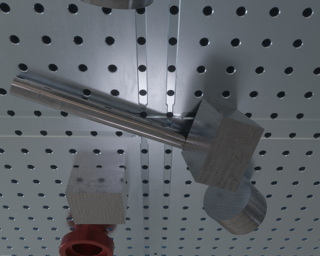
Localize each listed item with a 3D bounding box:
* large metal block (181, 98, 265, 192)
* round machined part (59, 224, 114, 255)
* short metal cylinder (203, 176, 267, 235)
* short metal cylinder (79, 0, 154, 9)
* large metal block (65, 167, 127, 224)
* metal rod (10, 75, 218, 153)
[{"bbox_3d":[0.070,0.018,0.375,0.050,0.080,0.079,16,106,-13],"label":"large metal block"},{"bbox_3d":[-0.136,0.218,0.585,0.099,0.042,0.097,0,130,0],"label":"round machined part"},{"bbox_3d":[0.114,0.115,0.474,0.080,0.080,0.050,-31,124,24],"label":"short metal cylinder"},{"bbox_3d":[-0.041,-0.139,0.257,0.081,0.080,0.050,8,130,-7],"label":"short metal cylinder"},{"bbox_3d":[-0.095,0.106,0.485,0.081,0.050,0.079,0,130,-1],"label":"large metal block"},{"bbox_3d":[-0.035,-0.005,0.406,0.302,0.025,0.025,18,128,-15],"label":"metal rod"}]
